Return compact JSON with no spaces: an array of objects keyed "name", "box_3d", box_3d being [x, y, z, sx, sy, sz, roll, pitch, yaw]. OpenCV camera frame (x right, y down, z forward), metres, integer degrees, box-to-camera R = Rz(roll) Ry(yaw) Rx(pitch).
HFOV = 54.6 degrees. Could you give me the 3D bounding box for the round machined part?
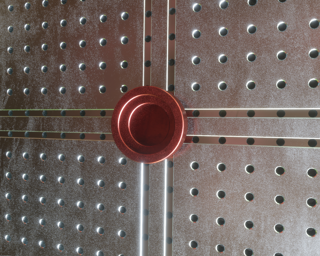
[{"name":"round machined part","box_3d":[-0.011,-0.004,0.407,0.098,0.042,0.097,0,90,20]}]
